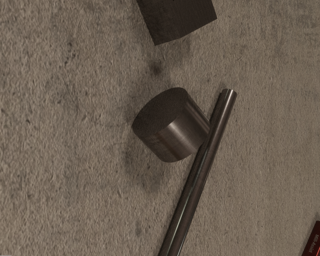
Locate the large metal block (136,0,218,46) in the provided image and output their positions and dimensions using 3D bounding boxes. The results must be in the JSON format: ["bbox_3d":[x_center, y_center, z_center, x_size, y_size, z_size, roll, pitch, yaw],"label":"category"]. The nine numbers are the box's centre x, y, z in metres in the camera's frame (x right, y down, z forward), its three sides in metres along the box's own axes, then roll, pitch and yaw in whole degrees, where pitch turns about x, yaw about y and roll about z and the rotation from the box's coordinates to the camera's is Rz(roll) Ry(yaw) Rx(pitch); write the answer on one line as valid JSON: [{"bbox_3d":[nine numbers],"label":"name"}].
[{"bbox_3d":[0.021,-0.165,0.408,0.080,0.050,0.080,-37,113,-34],"label":"large metal block"}]

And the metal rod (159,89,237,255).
[{"bbox_3d":[0.056,0.073,0.454,0.025,0.025,0.300,37,67,-34],"label":"metal rod"}]

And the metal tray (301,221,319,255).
[{"bbox_3d":[0.370,0.294,0.718,0.131,0.030,0.090,-48,119,-29],"label":"metal tray"}]

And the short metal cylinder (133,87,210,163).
[{"bbox_3d":[0.014,-0.004,0.382,0.050,0.080,0.080,49,61,-30],"label":"short metal cylinder"}]
